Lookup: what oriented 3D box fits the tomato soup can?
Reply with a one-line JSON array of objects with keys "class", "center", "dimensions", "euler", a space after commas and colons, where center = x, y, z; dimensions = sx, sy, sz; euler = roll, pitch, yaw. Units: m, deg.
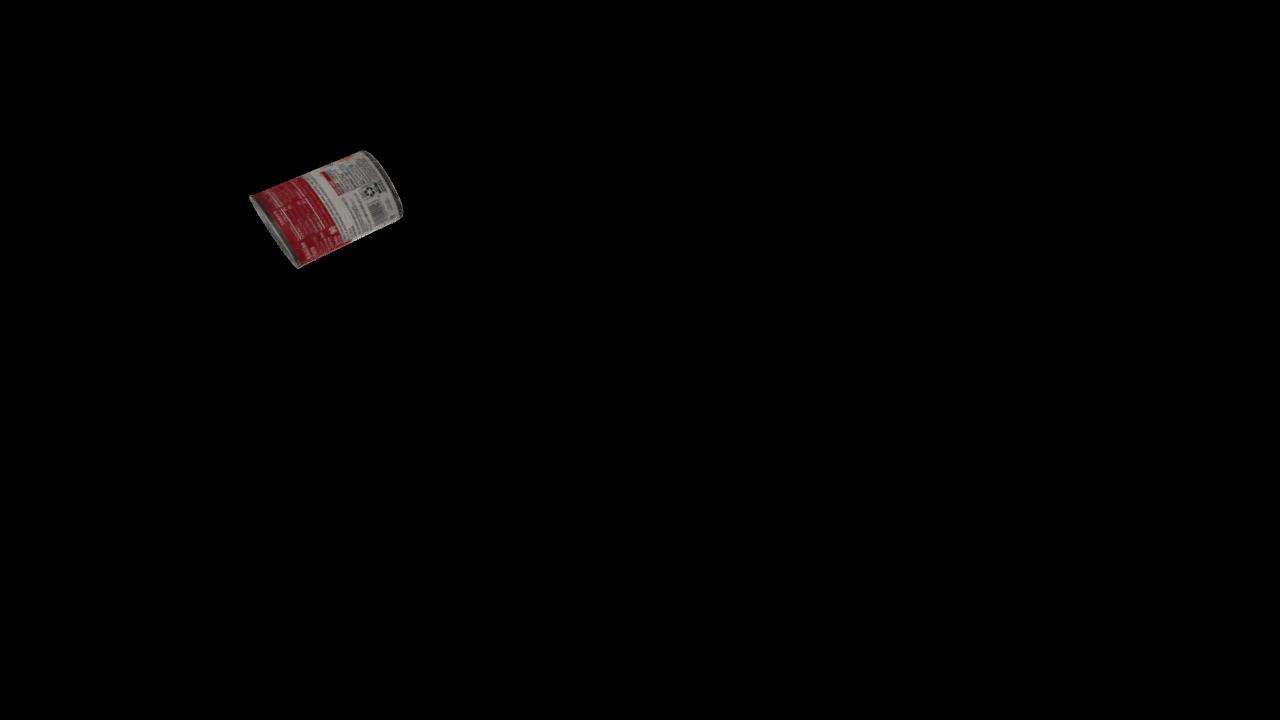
[{"class": "tomato soup can", "center": [-0.269, -0.133, 0.535], "dimensions": [0.101, 0.068, 0.068], "euler": [-36, 17, -24]}]
